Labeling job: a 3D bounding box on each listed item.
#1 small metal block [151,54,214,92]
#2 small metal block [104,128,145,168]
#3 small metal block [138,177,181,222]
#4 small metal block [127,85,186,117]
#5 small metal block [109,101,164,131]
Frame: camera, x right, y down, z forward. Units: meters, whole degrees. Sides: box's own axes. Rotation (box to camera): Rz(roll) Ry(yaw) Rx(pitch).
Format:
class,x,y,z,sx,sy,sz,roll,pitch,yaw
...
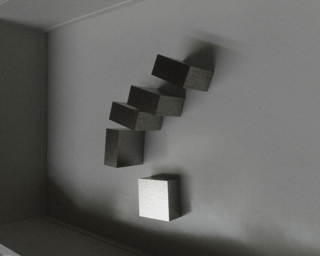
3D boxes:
class,x,y,z,sx,sy,sz,roll,pitch,yaw
small metal block,0.027,-0.065,0.368,0.050,0.050,0.025,29,108,36
small metal block,-0.049,0.026,0.431,0.025,0.050,0.050,7,95,40
small metal block,-0.001,0.092,0.408,0.050,0.025,0.050,-3,88,40
small metal block,-0.005,-0.034,0.395,0.050,0.050,0.025,23,105,37
small metal block,-0.031,-0.016,0.416,0.050,0.050,0.025,22,104,38
